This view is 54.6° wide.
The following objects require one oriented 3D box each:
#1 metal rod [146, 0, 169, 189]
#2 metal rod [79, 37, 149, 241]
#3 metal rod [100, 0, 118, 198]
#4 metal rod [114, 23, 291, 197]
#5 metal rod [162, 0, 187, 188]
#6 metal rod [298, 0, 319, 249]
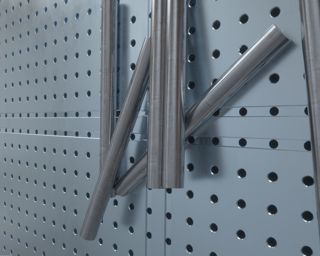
[{"bbox_3d":[-0.001,-0.076,0.389,0.025,0.025,0.299,-5,80,40],"label":"metal rod"},{"bbox_3d":[-0.058,0.021,0.439,0.025,0.025,0.298,26,100,37],"label":"metal rod"},{"bbox_3d":[-0.079,-0.044,0.475,0.025,0.025,0.298,1,91,40],"label":"metal rod"},{"bbox_3d":[0.032,-0.003,0.383,0.299,0.025,0.025,-46,63,30],"label":"metal rod"},{"bbox_3d":[0.019,-0.080,0.372,0.025,0.025,0.299,-5,80,40],"label":"metal rod"},{"bbox_3d":[0.149,-0.036,0.286,0.025,0.025,0.298,-6,86,40],"label":"metal rod"}]
